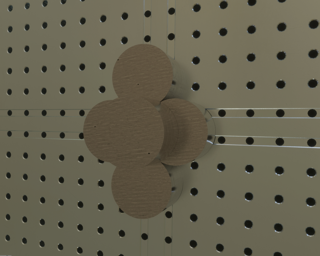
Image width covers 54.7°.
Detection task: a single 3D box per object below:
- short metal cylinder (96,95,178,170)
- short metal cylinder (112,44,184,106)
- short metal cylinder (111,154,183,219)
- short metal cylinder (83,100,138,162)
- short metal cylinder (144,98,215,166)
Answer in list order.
[{"bbox_3d":[-0.025,0.005,0.354,0.080,0.050,0.079,0,90,20],"label":"short metal cylinder"},{"bbox_3d":[-0.014,-0.064,0.404,0.080,0.050,0.079,0,90,19],"label":"short metal cylinder"},{"bbox_3d":[-0.016,0.072,0.404,0.080,0.050,0.080,-1,88,19],"label":"short metal cylinder"},{"bbox_3d":[-0.055,0.004,0.419,0.080,0.050,0.079,0,90,20],"label":"short metal cylinder"},{"bbox_3d":[0.025,0.005,0.390,0.080,0.050,0.080,0,90,20],"label":"short metal cylinder"}]
